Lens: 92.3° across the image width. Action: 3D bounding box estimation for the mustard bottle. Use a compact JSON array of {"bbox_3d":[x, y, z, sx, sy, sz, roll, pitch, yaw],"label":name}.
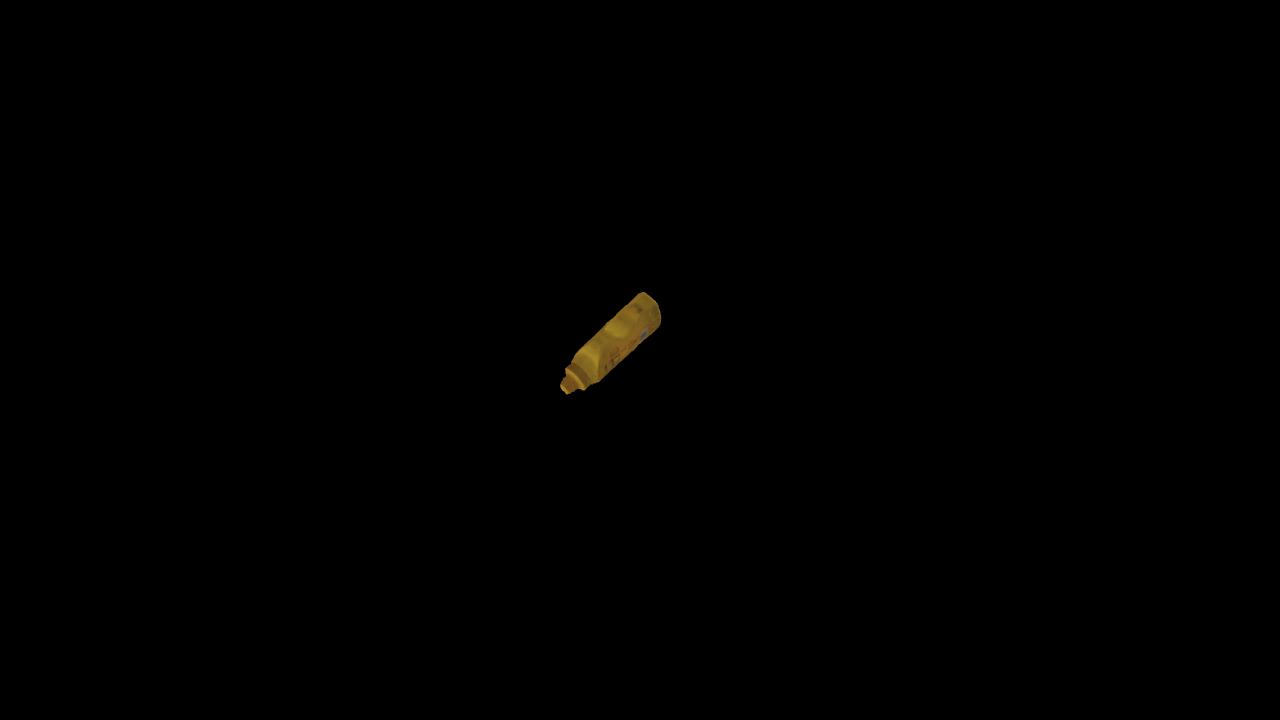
[{"bbox_3d":[-0.047,-0.016,0.905,0.184,0.054,0.092,-44,-10,-20],"label":"mustard bottle"}]
